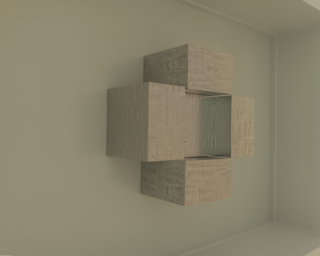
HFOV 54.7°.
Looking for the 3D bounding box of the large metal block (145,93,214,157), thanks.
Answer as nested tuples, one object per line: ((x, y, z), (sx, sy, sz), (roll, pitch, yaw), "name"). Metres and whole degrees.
((0.025, -0.003, 0.408), (0.081, 0.050, 0.080), (1, 90, -40), "large metal block")

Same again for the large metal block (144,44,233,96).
((0.036, -0.068, 0.398), (0.081, 0.080, 0.050), (1, 90, -40), "large metal block")

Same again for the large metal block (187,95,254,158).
((0.084, -0.002, 0.440), (0.050, 0.080, 0.080), (1, 90, -40), "large metal block")

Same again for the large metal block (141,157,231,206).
((0.033, 0.062, 0.396), (0.081, 0.080, 0.050), (2, 89, -40), "large metal block")

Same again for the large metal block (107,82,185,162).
((-0.018, -0.006, 0.354), (0.050, 0.080, 0.080), (1, 90, -40), "large metal block")
